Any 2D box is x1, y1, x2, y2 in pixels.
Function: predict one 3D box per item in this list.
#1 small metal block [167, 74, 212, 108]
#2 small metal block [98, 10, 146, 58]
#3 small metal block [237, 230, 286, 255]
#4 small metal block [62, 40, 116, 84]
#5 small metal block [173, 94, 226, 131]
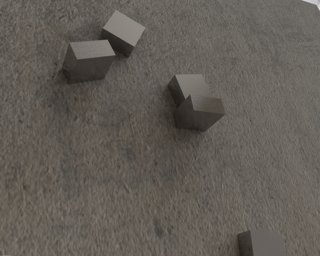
[{"bbox_3d":[0.046,-0.052,0.462,0.050,0.025,0.050,-7,65,-32],"label":"small metal block"},{"bbox_3d":[-0.056,-0.140,0.460,0.050,0.025,0.050,29,52,-11],"label":"small metal block"},{"bbox_3d":[0.126,0.156,0.379,0.050,0.025,0.050,14,56,-21],"label":"small metal block"},{"bbox_3d":[-0.091,-0.083,0.391,0.050,0.050,0.025,-16,71,-35],"label":"small metal block"},{"bbox_3d":[0.053,-0.020,0.431,0.050,0.050,0.025,5,60,-26],"label":"small metal block"}]
